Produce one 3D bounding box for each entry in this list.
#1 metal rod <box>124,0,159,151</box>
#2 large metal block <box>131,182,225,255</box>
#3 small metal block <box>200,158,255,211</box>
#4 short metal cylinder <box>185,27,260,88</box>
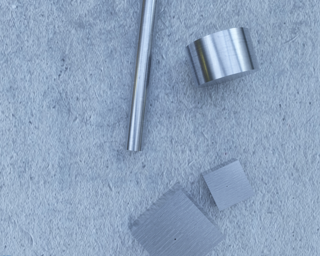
[{"bbox_3d":[-0.019,-0.119,0.409,0.025,0.025,0.298,6,90,-1],"label":"metal rod"},{"bbox_3d":[0.022,0.130,0.398,0.080,0.050,0.080,-42,91,0],"label":"large metal block"},{"bbox_3d":[0.089,0.074,0.411,0.050,0.025,0.050,-25,90,-1],"label":"small metal block"},{"bbox_3d":[0.076,-0.085,0.383,0.080,0.080,0.050,-15,90,0],"label":"short metal cylinder"}]
